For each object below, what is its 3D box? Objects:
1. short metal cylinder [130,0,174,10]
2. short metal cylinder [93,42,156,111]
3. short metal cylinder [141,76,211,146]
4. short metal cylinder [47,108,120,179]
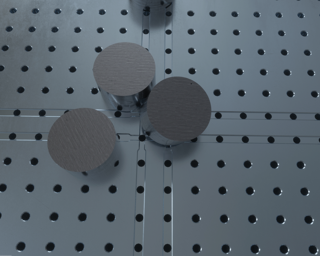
[{"bbox_3d":[-0.013,-0.233,0.484,0.081,0.050,0.080,0,70,0],"label":"short metal cylinder"},{"bbox_3d":[-0.046,-0.069,0.423,0.081,0.050,0.080,0,70,0],"label":"short metal cylinder"},{"bbox_3d":[0.018,-0.020,0.395,0.081,0.050,0.080,2,80,-13],"label":"short metal cylinder"},{"bbox_3d":[-0.093,0.021,0.390,0.081,0.050,0.080,0,70,0],"label":"short metal cylinder"}]
